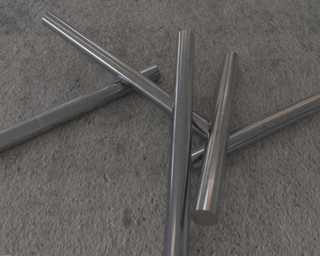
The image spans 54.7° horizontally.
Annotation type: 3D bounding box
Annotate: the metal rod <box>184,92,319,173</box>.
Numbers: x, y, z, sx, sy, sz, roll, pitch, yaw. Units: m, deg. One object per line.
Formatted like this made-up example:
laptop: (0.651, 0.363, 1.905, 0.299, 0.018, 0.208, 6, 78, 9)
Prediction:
metal rod: (0.167, -0.014, 0.415, 0.302, 0.025, 0.025, -23, 54, -18)

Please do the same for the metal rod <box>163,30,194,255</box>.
metal rod: (0.026, -0.001, 0.369, 0.025, 0.025, 0.299, 3, 61, 3)

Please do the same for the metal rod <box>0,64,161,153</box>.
metal rod: (-0.129, -0.020, 0.418, 0.302, 0.025, 0.025, -28, 56, -22)

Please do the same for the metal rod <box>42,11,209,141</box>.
metal rod: (-0.052, -0.079, 0.434, 0.300, 0.025, 0.025, 36, 58, 14)

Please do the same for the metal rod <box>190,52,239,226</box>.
metal rod: (0.077, -0.015, 0.389, 0.025, 0.025, 0.301, 11, 43, 9)
